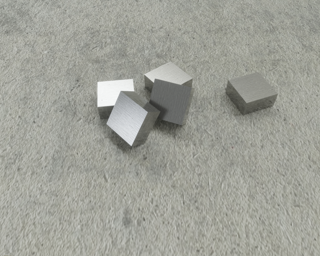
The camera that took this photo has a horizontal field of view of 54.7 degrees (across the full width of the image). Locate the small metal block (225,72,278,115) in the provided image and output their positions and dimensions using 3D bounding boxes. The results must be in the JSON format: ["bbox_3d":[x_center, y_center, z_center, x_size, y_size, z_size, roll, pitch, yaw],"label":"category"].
[{"bbox_3d":[0.131,-0.050,0.446,0.050,0.025,0.050,-17,52,-14],"label":"small metal block"}]

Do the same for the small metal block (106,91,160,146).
[{"bbox_3d":[-0.035,-0.013,0.394,0.050,0.050,0.025,39,25,27],"label":"small metal block"}]

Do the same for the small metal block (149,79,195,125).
[{"bbox_3d":[0.014,-0.035,0.414,0.050,0.050,0.025,16,9,13],"label":"small metal block"}]

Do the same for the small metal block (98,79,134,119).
[{"bbox_3d":[-0.061,-0.041,0.437,0.050,0.025,0.050,-6,50,-5],"label":"small metal block"}]

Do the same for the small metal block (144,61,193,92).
[{"bbox_3d":[0.012,-0.067,0.460,0.050,0.025,0.050,-31,57,-24],"label":"small metal block"}]
